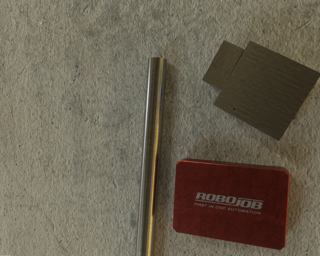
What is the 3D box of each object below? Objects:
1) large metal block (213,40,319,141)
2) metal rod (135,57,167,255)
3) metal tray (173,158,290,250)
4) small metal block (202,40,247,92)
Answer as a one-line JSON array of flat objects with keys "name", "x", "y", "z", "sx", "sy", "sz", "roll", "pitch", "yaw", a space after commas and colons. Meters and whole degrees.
[{"name": "large metal block", "x": 0.120, "y": -0.041, "z": 0.353, "sx": 0.080, "sy": 0.050, "sz": 0.080, "roll": 32, "pitch": 100, "yaw": 17}, {"name": "metal rod", "x": -0.013, "y": 0.058, "z": 0.412, "sx": 0.025, "sy": 0.025, "sz": 0.298, "roll": 4, "pitch": 91, "yaw": 19}, {"name": "metal tray", "x": 0.084, "y": 0.088, "z": 0.376, "sx": 0.130, "sy": 0.030, "sz": 0.089, "roll": 3, "pitch": 91, "yaw": 19}, {"name": "small metal block", "x": 0.078, "y": -0.070, "z": 0.368, "sx": 0.025, "sy": 0.050, "sz": 0.050, "roll": 31, "pitch": 100, "yaw": 17}]
